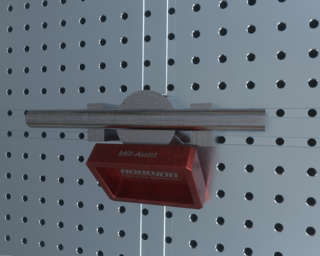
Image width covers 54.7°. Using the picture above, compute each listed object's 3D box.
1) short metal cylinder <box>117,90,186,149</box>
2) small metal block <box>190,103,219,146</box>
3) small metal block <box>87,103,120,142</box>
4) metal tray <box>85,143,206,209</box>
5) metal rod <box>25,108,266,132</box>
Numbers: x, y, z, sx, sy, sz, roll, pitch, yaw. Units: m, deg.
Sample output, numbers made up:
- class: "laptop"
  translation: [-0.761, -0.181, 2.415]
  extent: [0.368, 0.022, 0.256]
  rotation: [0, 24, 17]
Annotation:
- class: "short metal cylinder"
  translation: [-0.010, -0.007, 0.402]
  extent: [0.080, 0.050, 0.080]
  rotation: [0, 90, 20]
- class: "small metal block"
  translation: [0.056, -0.004, 0.380]
  extent: [0.025, 0.050, 0.050]
  rotation: [-1, 90, 20]
- class: "small metal block"
  translation: [-0.075, -0.007, 0.426]
  extent: [0.025, 0.050, 0.050]
  rotation: [-1, 90, 20]
- class: "metal tray"
  translation: [-0.015, 0.060, 0.385]
  extent: [0.130, 0.090, 0.030]
  rotation: [1, 47, 20]
- class: "metal rod"
  translation: [-0.033, -0.010, 0.371]
  extent: [0.301, 0.025, 0.025]
  rotation: [1, 90, 20]
